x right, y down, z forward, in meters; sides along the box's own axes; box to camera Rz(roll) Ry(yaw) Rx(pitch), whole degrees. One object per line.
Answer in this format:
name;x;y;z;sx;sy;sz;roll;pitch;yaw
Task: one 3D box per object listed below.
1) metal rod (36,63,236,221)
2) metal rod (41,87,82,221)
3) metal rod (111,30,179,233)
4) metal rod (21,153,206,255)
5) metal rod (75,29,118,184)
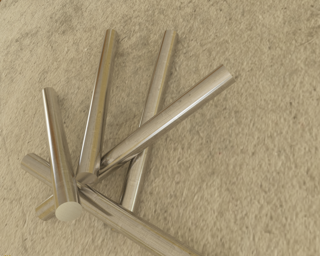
metal rod;-0.041;0.027;0.374;0.300;0.025;0.025;-37;51;16
metal rod;-0.141;0.010;0.420;0.025;0.025;0.300;-39;36;1
metal rod;-0.013;-0.012;0.417;0.025;0.025;0.300;-1;61;27
metal rod;-0.048;0.095;0.336;0.300;0.025;0.025;23;74;27
metal rod;-0.084;-0.054;0.447;0.025;0.025;0.300;-18;45;17
